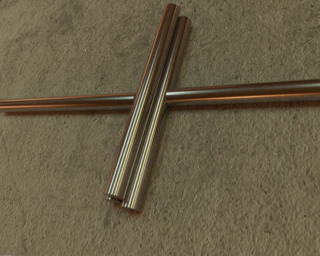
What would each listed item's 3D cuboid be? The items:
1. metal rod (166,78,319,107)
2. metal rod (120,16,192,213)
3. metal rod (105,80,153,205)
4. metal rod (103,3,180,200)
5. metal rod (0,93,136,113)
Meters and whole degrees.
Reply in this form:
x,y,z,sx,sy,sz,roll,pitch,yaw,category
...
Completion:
x,y,z,sx,sy,sz,roll,pitch,yaw,category
0.147,-0.042,0.353,0.300,0.025,0.025,0,62,27,metal rod
0.001,-0.036,0.426,0.025,0.025,0.300,1,62,28,metal rod
-0.019,-0.041,0.440,0.025,0.025,0.300,1,62,28,metal rod
-0.017,-0.052,0.419,0.025,0.025,0.300,1,62,28,metal rod
-0.164,-0.040,0.513,0.300,0.025,0.025,1,62,28,metal rod
